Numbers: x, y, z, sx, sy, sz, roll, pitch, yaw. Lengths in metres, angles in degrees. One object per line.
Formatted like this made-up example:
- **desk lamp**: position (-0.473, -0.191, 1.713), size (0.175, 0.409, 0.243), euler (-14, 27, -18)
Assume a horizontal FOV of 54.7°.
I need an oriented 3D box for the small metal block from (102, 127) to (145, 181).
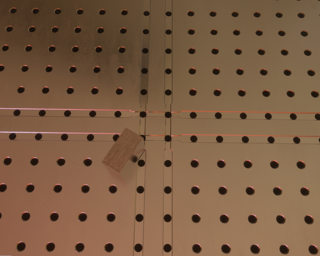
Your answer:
- **small metal block**: position (-0.044, 0.034, 0.386), size (0.025, 0.050, 0.050), euler (30, 73, 10)
